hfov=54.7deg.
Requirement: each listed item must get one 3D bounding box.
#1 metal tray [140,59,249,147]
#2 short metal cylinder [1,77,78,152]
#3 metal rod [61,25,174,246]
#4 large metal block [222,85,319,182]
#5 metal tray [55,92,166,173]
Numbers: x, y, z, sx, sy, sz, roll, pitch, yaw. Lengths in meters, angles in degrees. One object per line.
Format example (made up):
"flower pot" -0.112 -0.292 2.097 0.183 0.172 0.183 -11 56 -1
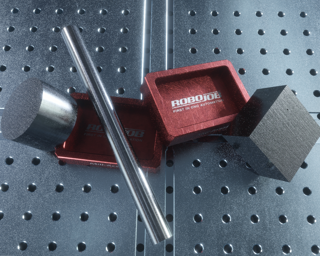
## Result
"metal tray" 0.050 -0.036 0.402 0.131 0.030 0.090 -14 70 -23
"short metal cylinder" -0.149 -0.016 0.384 0.080 0.050 0.080 -16 61 31
"metal rod" -0.060 -0.006 0.381 0.025 0.025 0.299 -24 72 -8
"large metal block" 0.138 0.006 0.378 0.080 0.050 0.080 45 74 -18
"metal tray" -0.060 0.006 0.406 0.131 0.030 0.090 6 70 2
